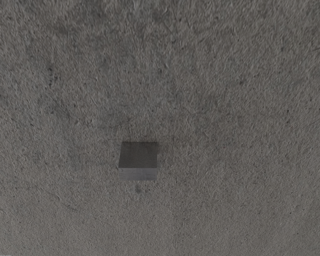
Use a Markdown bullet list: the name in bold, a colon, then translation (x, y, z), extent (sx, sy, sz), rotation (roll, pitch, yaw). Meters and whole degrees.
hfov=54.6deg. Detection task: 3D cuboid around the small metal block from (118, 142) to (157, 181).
- **small metal block**: translation (-0.029, 0.045, 0.429), extent (0.050, 0.050, 0.025), rotation (0, 130, 0)
